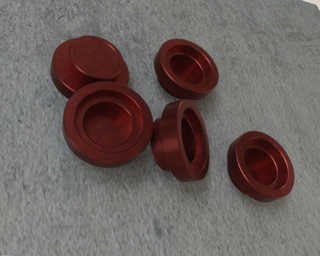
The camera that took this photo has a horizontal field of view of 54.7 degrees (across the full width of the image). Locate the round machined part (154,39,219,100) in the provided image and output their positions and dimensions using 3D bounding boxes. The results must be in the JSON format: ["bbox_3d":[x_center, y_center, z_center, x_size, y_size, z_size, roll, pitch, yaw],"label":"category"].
[{"bbox_3d":[0.035,-0.082,0.464,0.099,0.042,0.098,14,56,-21],"label":"round machined part"}]

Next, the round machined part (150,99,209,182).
[{"bbox_3d":[0.023,0.017,0.377,0.098,0.042,0.098,35,50,-54],"label":"round machined part"}]

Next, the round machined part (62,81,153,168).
[{"bbox_3d":[-0.061,-0.001,0.356,0.099,0.042,0.098,8,64,-17],"label":"round machined part"}]

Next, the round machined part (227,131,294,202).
[{"bbox_3d":[0.135,0.056,0.433,0.099,0.042,0.098,14,56,-21],"label":"round machined part"}]

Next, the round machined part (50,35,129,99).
[{"bbox_3d":[-0.086,-0.079,0.396,0.099,0.042,0.098,14,56,-21],"label":"round machined part"}]
